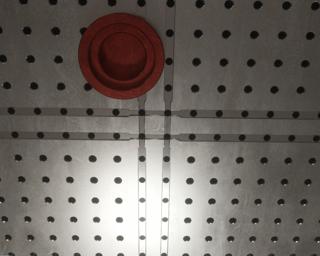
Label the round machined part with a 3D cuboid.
[{"bbox_3d":[-0.044,-0.087,0.372,0.099,0.042,0.097,0,110,-1],"label":"round machined part"}]
